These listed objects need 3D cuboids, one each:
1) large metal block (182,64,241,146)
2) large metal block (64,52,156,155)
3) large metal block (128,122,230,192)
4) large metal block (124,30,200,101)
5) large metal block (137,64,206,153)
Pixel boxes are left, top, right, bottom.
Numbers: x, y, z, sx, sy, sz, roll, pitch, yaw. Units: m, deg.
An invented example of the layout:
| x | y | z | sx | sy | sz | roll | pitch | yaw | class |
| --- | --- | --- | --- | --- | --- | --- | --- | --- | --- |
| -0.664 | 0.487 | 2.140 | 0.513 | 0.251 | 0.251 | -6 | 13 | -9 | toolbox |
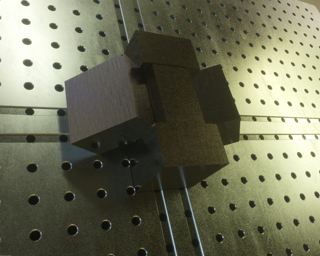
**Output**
| x | y | z | sx | sy | sz | roll | pitch | yaw | class |
| --- | --- | --- | --- | --- | --- | --- | --- | --- | --- |
| 0.070 | -0.025 | 0.416 | 0.050 | 0.080 | 0.080 | -16 | 64 | 6 | large metal block |
| -0.056 | -0.025 | 0.351 | 0.050 | 0.080 | 0.080 | 37 | 36 | -59 | large metal block |
| 0.018 | 0.035 | 0.361 | 0.081 | 0.080 | 0.050 | 1 | 62 | -28 | large metal block |
| -0.006 | -0.079 | 0.418 | 0.081 | 0.080 | 0.050 | 1 | 62 | -28 | large metal block |
| 0.004 | -0.021 | 0.388 | 0.050 | 0.080 | 0.080 | 1 | 61 | -28 | large metal block |
